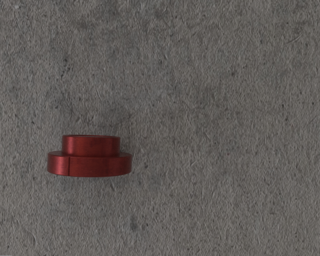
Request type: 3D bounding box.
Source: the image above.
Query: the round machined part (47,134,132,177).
[{"bbox_3d":[-0.083,0.030,0.373,0.099,0.098,0.042,2,90,0],"label":"round machined part"}]
